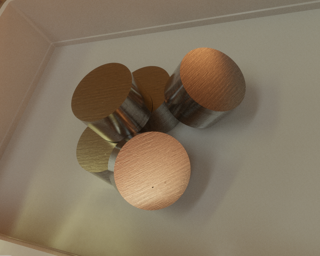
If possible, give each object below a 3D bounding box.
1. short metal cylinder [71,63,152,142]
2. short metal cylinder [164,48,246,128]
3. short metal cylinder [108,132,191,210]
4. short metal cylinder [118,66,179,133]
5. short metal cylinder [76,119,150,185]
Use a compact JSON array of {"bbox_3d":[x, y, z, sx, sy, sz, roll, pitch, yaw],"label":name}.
[{"bbox_3d":[-0.056,-0.030,0.368,0.080,0.050,0.080,-13,56,20],"label":"short metal cylinder"},{"bbox_3d":[0.051,-0.046,0.361,0.081,0.050,0.080,8,66,-17],"label":"short metal cylinder"},{"bbox_3d":[-0.013,0.044,0.338,0.080,0.080,0.050,-55,12,-11],"label":"short metal cylinder"},{"bbox_3d":[-0.013,-0.036,0.414,0.080,0.050,0.080,-13,56,20],"label":"short metal cylinder"},{"bbox_3d":[-0.059,0.029,0.400,0.080,0.050,0.080,-13,56,20],"label":"short metal cylinder"}]
